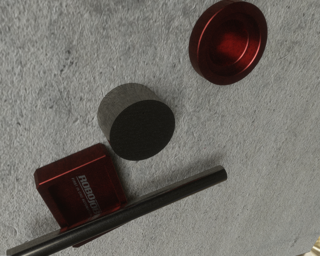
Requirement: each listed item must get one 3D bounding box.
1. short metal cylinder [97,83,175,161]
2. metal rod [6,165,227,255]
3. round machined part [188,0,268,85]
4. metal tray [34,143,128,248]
[{"bbox_3d":[-0.029,-0.008,0.371,0.081,0.050,0.079,-14,125,-21],"label":"short metal cylinder"},{"bbox_3d":[-0.041,0.111,0.415,0.302,0.025,0.025,-18,126,-20],"label":"metal rod"},{"bbox_3d":[0.077,-0.105,0.375,0.099,0.042,0.097,-14,125,-21],"label":"round machined part"},{"bbox_3d":[-0.095,0.092,0.409,0.091,0.030,0.129,-24,127,-14],"label":"metal tray"}]
